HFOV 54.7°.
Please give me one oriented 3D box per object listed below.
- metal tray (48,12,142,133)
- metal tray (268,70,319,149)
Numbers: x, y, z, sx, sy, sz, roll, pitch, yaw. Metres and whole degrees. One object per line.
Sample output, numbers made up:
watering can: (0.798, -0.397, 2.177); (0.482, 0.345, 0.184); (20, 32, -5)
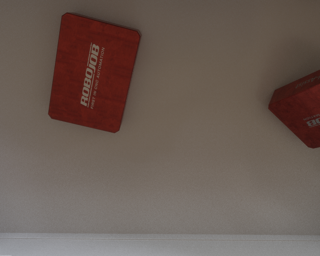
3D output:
metal tray: (-0.081, -0.066, 0.383); (0.091, 0.030, 0.129); (13, 110, -5)
metal tray: (0.206, -0.027, 0.357); (0.090, 0.030, 0.130); (40, 149, -14)
